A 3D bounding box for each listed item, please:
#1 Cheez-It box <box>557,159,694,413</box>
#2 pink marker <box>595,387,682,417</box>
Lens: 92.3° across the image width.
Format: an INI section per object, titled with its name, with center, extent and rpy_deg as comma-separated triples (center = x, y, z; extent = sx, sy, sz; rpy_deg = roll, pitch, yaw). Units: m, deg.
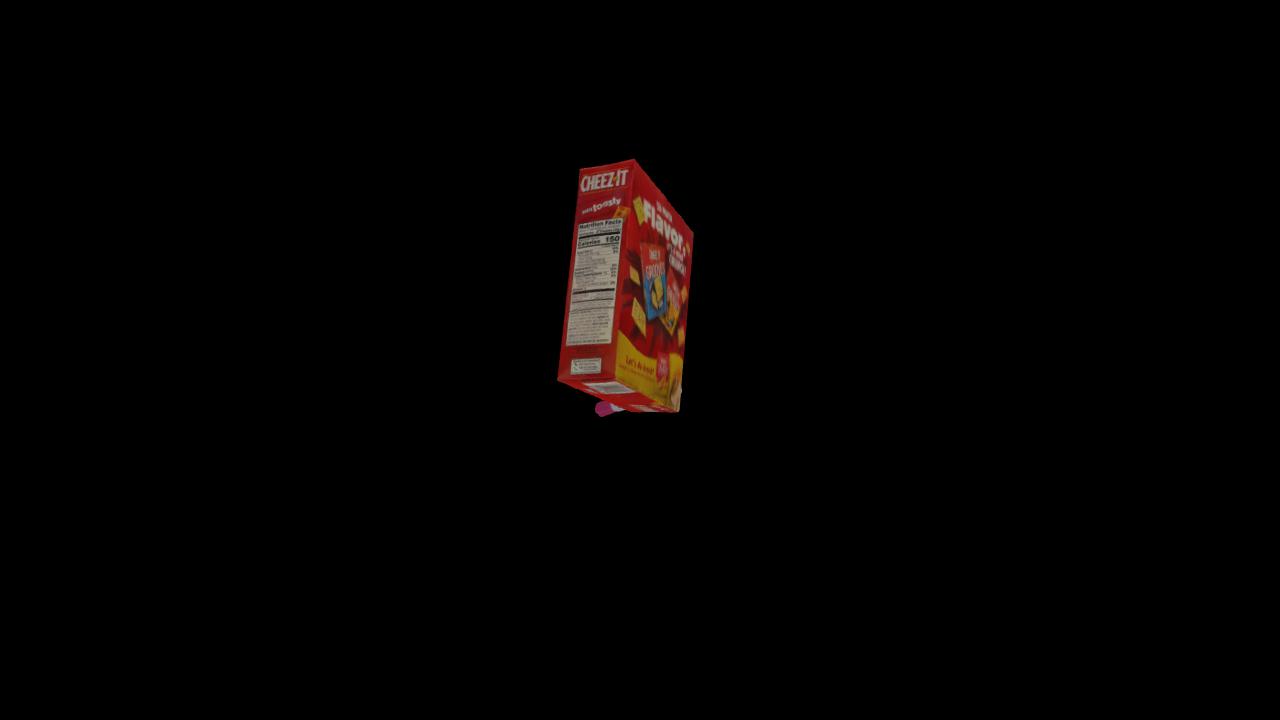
[Cheez-It box]
center = -0.007, -0.067, 0.641
extent = 0.071, 0.223, 0.166
rpy_deg = -1, -15, 25
[pink marker]
center = -0.005, 0.047, 0.725
extent = 0.121, 0.020, 0.020
rpy_deg = -18, -10, 34
